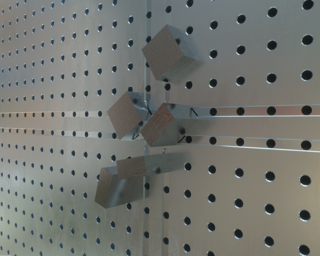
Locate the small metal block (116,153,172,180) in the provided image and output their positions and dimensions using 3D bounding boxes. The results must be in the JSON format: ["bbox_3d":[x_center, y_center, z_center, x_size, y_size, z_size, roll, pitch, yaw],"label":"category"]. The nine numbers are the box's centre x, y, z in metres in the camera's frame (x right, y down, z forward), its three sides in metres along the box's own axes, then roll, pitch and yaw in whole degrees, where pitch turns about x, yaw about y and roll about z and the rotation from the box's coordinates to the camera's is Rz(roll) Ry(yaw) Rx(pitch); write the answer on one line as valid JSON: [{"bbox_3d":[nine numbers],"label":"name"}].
[{"bbox_3d":[-0.021,0.050,0.408,0.050,0.050,0.025,-14,81,39],"label":"small metal block"}]

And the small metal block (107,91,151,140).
[{"bbox_3d":[-0.043,-0.017,0.443,0.050,0.025,0.050,-41,66,32],"label":"small metal block"}]

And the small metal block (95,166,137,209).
[{"bbox_3d":[-0.061,0.082,0.441,0.025,0.050,0.050,21,103,38],"label":"small metal block"}]

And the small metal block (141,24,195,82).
[{"bbox_3d":[0.010,-0.095,0.400,0.050,0.025,0.050,-37,68,33],"label":"small metal block"}]

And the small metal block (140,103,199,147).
[{"bbox_3d":[0.012,-0.003,0.381,0.050,0.050,0.025,-50,61,28],"label":"small metal block"}]
